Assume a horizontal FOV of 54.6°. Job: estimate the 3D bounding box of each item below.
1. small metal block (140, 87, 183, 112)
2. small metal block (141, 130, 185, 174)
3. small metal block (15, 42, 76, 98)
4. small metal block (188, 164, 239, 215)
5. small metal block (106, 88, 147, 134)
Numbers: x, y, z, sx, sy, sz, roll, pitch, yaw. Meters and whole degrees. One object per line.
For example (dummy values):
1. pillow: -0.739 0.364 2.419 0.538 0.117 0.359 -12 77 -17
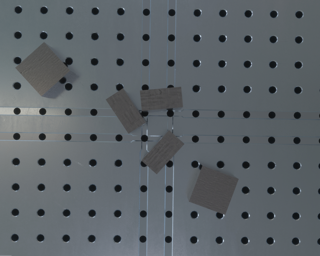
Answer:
1. small metal block: 0.002 -0.036 0.401 0.050 0.050 0.025 -5 90 0
2. small metal block: 0.004 0.029 0.401 0.025 0.050 0.050 42 90 0
3. small metal block: -0.151 -0.076 0.412 0.050 0.025 0.050 -42 90 0
4. small metal block: 0.070 0.081 0.414 0.050 0.025 0.050 20 90 0
5. small metal block: -0.041 -0.021 0.401 0.025 0.050 0.050 -34 90 0
